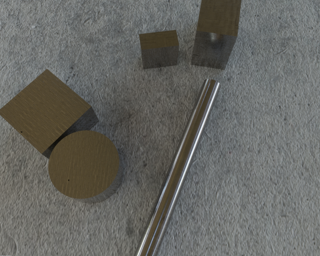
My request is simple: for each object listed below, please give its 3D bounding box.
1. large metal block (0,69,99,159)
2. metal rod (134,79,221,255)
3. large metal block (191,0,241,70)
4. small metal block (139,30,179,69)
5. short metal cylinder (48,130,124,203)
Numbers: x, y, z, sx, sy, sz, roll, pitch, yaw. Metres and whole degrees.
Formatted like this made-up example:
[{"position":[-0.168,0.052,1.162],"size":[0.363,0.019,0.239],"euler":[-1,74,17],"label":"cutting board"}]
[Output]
[{"position":[-0.140,-0.015,0.399],"size":[0.080,0.050,0.080],"euler":[39,75,13],"label":"large metal block"},{"position":[0.016,0.069,0.382],"size":[0.025,0.025,0.300],"euler":[21,71,7],"label":"metal rod"},{"position":[0.077,-0.139,0.431],"size":[0.050,0.080,0.080],"euler":[10,70,3],"label":"large metal block"},{"position":[-0.001,-0.109,0.435],"size":[0.050,0.050,0.025],"euler":[-8,71,-3],"label":"small metal block"},{"position":[-0.087,0.049,0.377],"size":[0.081,0.050,0.080],"euler":[0,70,0],"label":"short metal cylinder"}]
